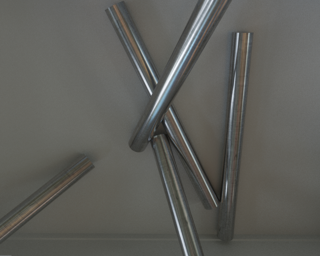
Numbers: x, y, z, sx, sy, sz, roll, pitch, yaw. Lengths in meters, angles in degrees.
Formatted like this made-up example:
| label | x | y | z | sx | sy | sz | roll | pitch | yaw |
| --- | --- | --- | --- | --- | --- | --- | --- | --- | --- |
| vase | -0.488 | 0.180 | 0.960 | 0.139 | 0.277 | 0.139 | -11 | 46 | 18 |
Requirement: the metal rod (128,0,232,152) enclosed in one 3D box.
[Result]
| label | x | y | z | sx | sy | sz | roll | pitch | yaw |
| --- | --- | --- | --- | --- | --- | --- | --- | --- | --- |
| metal rod | 0.021 | -0.065 | 0.312 | 0.025 | 0.025 | 0.298 | 22 | 138 | -8 |

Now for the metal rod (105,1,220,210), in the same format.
| label | x | y | z | sx | sy | sz | roll | pitch | yaw |
| --- | --- | --- | --- | --- | --- | --- | --- | --- | --- |
| metal rod | 0.012 | -0.015 | 0.405 | 0.025 | 0.025 | 0.299 | -24 | 109 | 8 |

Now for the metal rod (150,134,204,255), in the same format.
| label | x | y | z | sx | sy | sz | roll | pitch | yaw |
| --- | --- | --- | --- | --- | --- | --- | --- | --- | --- |
| metal rod | 0.039 | 0.151 | 0.380 | 0.025 | 0.025 | 0.299 | -18 | 75 | 6 |

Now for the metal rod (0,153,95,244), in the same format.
| label | x | y | z | sx | sy | sz | roll | pitch | yaw |
| --- | --- | --- | --- | --- | --- | --- | --- | --- | --- |
| metal rod | -0.209 | 0.137 | 0.387 | 0.301 | 0.025 | 0.025 | -40 | 108 | -16 |

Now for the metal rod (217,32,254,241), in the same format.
| label | x | y | z | sx | sy | sz | roll | pitch | yaw |
| --- | --- | --- | --- | --- | --- | --- | --- | --- | --- |
| metal rod | 0.099 | 0.025 | 0.422 | 0.025 | 0.025 | 0.298 | 0 | 110 | 0 |
